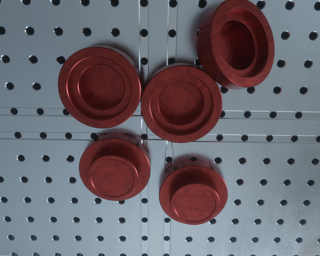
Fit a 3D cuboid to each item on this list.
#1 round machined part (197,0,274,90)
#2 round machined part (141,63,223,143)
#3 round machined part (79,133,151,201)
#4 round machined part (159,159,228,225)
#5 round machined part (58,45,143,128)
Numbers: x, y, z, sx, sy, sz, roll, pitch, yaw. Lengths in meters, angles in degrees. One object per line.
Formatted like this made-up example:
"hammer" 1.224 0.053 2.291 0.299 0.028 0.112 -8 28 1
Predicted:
"round machined part" 0.081 -0.092 0.354 0.099 0.042 0.097 1 88 -32
"round machined part" 0.026 -0.034 0.392 0.099 0.042 0.097 0 110 0
"round machined part" -0.062 0.059 0.426 0.099 0.042 0.097 0 110 0
"round machined part" 0.048 0.097 0.440 0.099 0.042 0.097 0 110 0
"round machined part" -0.070 -0.052 0.382 0.098 0.042 0.097 1 109 4
